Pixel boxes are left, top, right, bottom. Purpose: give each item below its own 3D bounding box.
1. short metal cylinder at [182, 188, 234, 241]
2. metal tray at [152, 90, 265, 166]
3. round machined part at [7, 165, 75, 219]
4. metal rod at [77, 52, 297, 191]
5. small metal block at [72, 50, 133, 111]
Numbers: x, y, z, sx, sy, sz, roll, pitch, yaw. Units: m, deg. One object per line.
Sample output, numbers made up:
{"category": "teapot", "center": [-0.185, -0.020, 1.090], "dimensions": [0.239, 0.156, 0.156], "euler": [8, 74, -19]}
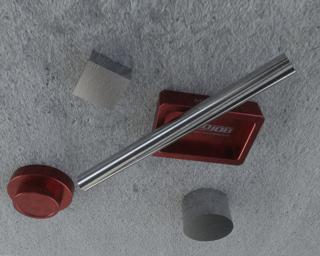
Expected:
{"category": "short metal cylinder", "center": [0.077, 0.145, 0.516], "dimensions": [0.081, 0.050, 0.079], "euler": [0, 130, 0]}
{"category": "metal tray", "center": [0.057, 0.003, 0.406], "dimensions": [0.131, 0.030, 0.089], "euler": [7, 130, -7]}
{"category": "round machined part", "center": [-0.187, 0.105, 0.483], "dimensions": [0.099, 0.042, 0.097], "euler": [-1, 130, 0]}
{"category": "metal rod", "center": [0.013, 0.005, 0.371], "dimensions": [0.300, 0.025, 0.025], "euler": [-31, 124, 23]}
{"category": "small metal block", "center": [-0.067, -0.054, 0.360], "dimensions": [0.050, 0.025, 0.050], "euler": [24, 126, -20]}
